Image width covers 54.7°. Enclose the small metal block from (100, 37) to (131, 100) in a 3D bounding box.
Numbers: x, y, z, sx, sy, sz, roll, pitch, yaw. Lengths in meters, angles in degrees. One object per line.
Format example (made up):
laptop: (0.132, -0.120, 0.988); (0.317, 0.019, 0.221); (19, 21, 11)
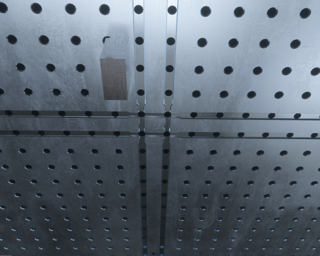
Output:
small metal block: (-0.047, -0.065, 0.339); (0.025, 0.050, 0.050); (1, 130, -1)
